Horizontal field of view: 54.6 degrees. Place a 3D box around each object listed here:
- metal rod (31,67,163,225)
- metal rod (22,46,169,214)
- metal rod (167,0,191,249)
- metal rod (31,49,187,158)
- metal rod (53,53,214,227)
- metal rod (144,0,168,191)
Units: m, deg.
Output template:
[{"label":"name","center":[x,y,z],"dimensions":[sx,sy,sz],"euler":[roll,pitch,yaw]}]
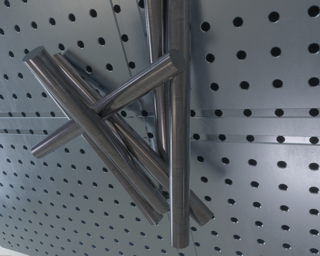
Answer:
[{"label":"metal rod","center":[-0.091,0.030,0.478],"dimensions":[0.025,0.025,0.300],"euler":[-27,104,37]},{"label":"metal rod","center":[-0.060,0.026,0.396],"dimensions":[0.025,0.025,0.300],"euler":[-6,136,31]},{"label":"metal rod","center":[0.022,0.004,0.357],"dimensions":[0.025,0.025,0.298],"euler":[6,108,25]},{"label":"metal rod","center":[-0.087,-0.015,0.399],"dimensions":[0.299,0.025,0.025],"euler":[-26,104,39]},{"label":"metal rod","center":[-0.043,0.012,0.417],"dimensions":[0.300,0.025,0.025],"euler":[46,129,5]},{"label":"metal rod","center":[0.002,-0.043,0.383],"dimensions":[0.025,0.025,0.298],"euler":[10,123,23]}]
